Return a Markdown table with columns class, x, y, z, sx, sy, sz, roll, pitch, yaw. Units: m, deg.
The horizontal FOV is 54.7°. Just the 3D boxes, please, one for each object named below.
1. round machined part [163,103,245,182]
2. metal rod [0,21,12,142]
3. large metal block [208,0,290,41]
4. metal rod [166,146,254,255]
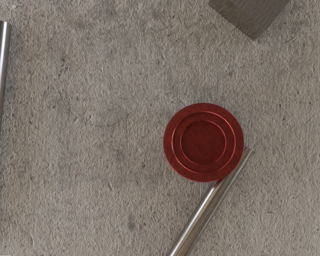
| class | x | y | z | sx | sy | sz | roll | pitch | yaw |
| --- | --- | --- | --- | --- | --- | --- | --- | --- | --- |
| round machined part | 0.055 | 0.019 | 0.398 | 0.099 | 0.042 | 0.097 | 0 | 86 | 6 |
| metal rod | -0.224 | 0.011 | 0.407 | 0.025 | 0.025 | 0.298 | 6 | 90 | -1 |
| large metal block | 0.122 | -0.175 | 0.399 | 0.080 | 0.050 | 0.080 | 39 | 90 | -1 |
| metal rod | 0.034 | 0.152 | 0.410 | 0.025 | 0.025 | 0.299 | 32 | 90 | -1 |
